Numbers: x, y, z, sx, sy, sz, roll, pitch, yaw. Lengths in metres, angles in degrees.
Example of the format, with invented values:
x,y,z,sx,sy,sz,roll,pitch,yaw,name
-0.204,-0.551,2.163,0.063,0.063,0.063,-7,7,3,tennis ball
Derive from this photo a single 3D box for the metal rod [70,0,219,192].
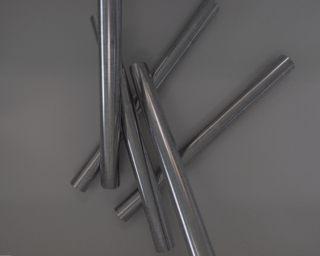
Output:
x,y,z,sx,sy,sz,roll,pitch,yaw,name
-0.020,-0.043,0.411,0.025,0.025,0.299,36,90,0,metal rod

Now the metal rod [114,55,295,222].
x,y,z,sx,sy,sz,roll,pitch,yaw,name
0.059,0.013,0.411,0.300,0.025,0.025,-42,90,0,metal rod

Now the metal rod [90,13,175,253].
x,y,z,sx,sy,sz,roll,pitch,yaw,name
-0.034,0.005,0.384,0.025,0.025,0.298,-16,90,0,metal rod

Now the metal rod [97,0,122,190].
x,y,z,sx,sy,sz,roll,pitch,yaw,name
-0.055,-0.063,0.344,0.025,0.025,0.298,4,114,0,metal rod

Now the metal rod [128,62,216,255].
x,y,z,sx,sy,sz,roll,pitch,yaw,name
0.018,0.056,0.342,0.025,0.025,0.299,-19,70,0,metal rod
